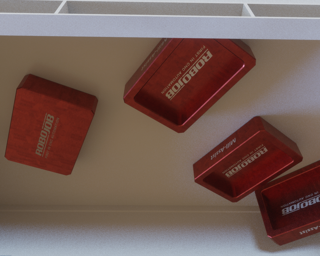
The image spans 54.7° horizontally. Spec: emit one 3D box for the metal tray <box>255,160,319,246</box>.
[{"bbox_3d":[0.215,0.108,0.459,0.130,0.090,0.030,-31,123,24],"label":"metal tray"}]

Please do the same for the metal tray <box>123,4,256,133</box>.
[{"bbox_3d":[0.030,-0.060,0.354,0.090,0.030,0.129,30,124,-23],"label":"metal tray"}]

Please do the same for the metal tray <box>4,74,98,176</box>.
[{"bbox_3d":[-0.144,0.002,0.406,0.091,0.030,0.129,19,128,-16],"label":"metal tray"}]

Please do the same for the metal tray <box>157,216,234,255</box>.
[{"bbox_3d":[0.069,0.225,0.601,0.090,0.030,0.130,-36,122,26],"label":"metal tray"}]

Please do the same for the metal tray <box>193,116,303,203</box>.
[{"bbox_3d":[0.123,0.051,0.449,0.090,0.030,0.129,31,123,-24],"label":"metal tray"}]
